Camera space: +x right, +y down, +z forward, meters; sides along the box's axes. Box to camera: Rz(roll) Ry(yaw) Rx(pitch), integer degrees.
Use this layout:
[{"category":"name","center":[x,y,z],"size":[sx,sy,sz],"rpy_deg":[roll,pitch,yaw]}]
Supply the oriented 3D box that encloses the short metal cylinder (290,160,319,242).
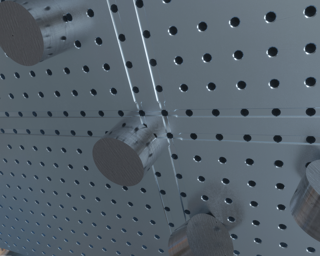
[{"category":"short metal cylinder","center":[0.186,0.078,0.326],"size":[0.080,0.080,0.050],"rpy_deg":[19,126,17]}]

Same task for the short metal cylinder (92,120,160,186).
[{"category":"short metal cylinder","center":[-0.048,0.036,0.441],"size":[0.080,0.050,0.079],"rpy_deg":[13,124,20]}]

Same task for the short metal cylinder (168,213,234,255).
[{"category":"short metal cylinder","center":[0.059,0.173,0.450],"size":[0.080,0.080,0.050],"rpy_deg":[40,129,1]}]

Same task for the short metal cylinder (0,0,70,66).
[{"category":"short metal cylinder","center":[-0.166,-0.127,0.402],"size":[0.080,0.050,0.079],"rpy_deg":[13,124,20]}]
